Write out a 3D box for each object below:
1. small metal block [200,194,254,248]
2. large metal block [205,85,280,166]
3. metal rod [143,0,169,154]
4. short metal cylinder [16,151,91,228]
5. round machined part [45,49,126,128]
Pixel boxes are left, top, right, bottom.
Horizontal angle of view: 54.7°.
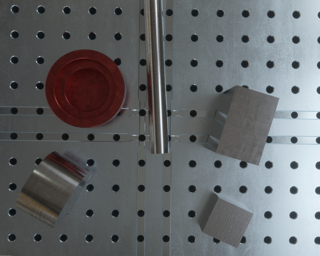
[{"bbox_3d":[0.088,0.123,0.415,0.050,0.025,0.050,25,90,-1],"label":"small metal block"},{"bbox_3d":[0.098,-0.003,0.387,0.050,0.080,0.080,17,90,0],"label":"large metal block"},{"bbox_3d":[-0.007,-0.116,0.413,0.025,0.025,0.298,-3,90,-1],"label":"metal rod"},{"bbox_3d":[-0.130,0.076,0.384,0.050,0.080,0.080,30,90,-1],"label":"short metal cylinder"},{"bbox_3d":[-0.093,-0.049,0.404,0.099,0.042,0.097,0,90,-1],"label":"round machined part"}]
